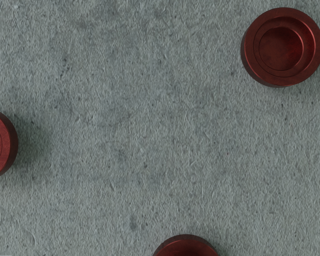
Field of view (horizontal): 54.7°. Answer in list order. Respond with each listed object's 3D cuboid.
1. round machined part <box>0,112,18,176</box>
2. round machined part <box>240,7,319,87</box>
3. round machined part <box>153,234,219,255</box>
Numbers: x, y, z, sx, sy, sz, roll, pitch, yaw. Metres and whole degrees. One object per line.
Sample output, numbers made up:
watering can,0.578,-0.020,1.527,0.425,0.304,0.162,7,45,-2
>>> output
round machined part,-0.232,0.021,0.400,0.099,0.042,0.097,0,90,0
round machined part,0.153,-0.101,0.402,0.099,0.042,0.097,0,90,0
round machined part,0.035,0.193,0.402,0.099,0.042,0.097,0,90,0
